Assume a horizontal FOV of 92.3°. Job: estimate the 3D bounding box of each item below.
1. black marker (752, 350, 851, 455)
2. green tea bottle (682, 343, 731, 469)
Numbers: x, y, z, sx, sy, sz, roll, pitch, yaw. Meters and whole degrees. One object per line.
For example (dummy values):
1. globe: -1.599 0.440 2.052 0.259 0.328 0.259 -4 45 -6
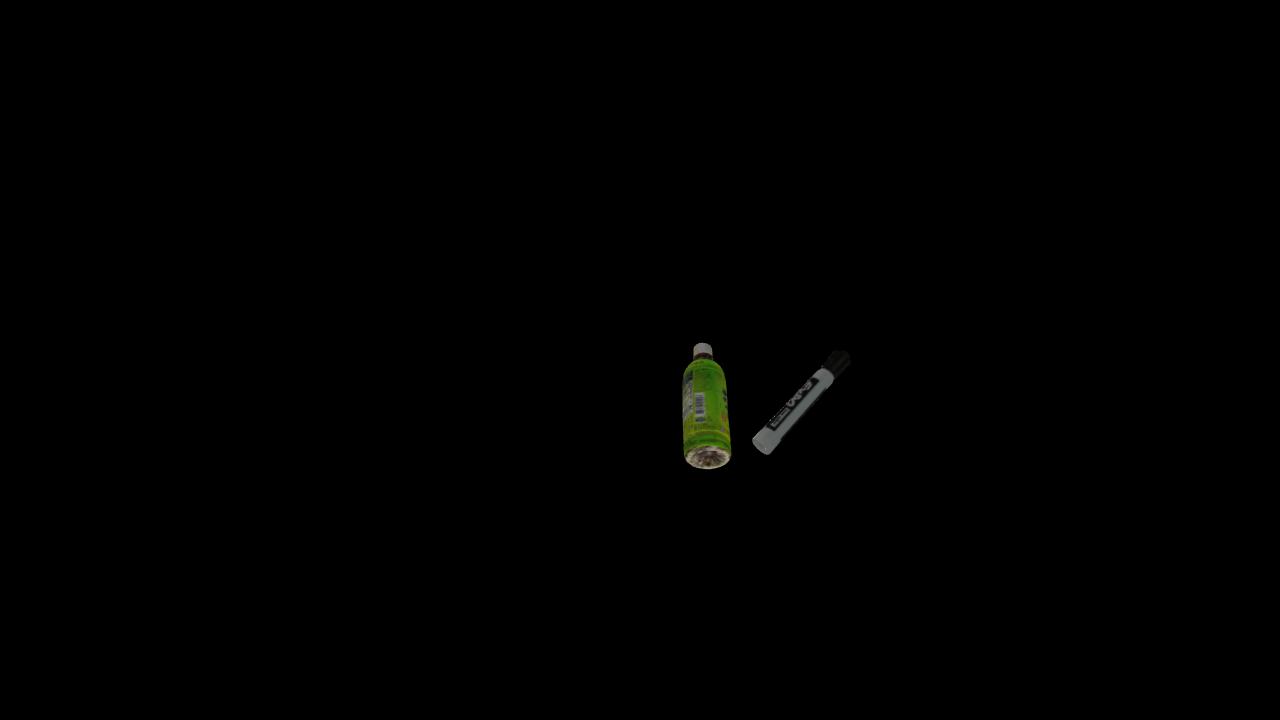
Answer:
1. black marker: 0.143 0.034 0.533 0.121 0.020 0.020 -43 16 -18
2. green tea bottle: 0.101 0.061 0.954 0.073 0.212 0.073 1 -37 1
